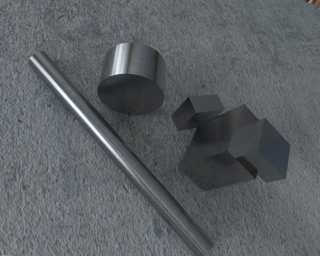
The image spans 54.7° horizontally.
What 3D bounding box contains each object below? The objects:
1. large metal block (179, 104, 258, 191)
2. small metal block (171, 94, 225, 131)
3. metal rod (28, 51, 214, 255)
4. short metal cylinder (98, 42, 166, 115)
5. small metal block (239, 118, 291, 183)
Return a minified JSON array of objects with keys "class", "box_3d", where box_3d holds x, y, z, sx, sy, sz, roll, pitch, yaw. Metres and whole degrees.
[{"class":"large metal block","box_3d":[0.081,0.026,0.392,0.050,0.080,0.080,44,49,-17]},{"class":"small metal block","box_3d":[0.052,-0.021,0.431,0.050,0.050,0.025,-8,66,-32]},{"class":"metal rod","box_3d":[-0.049,0.027,0.362,0.300,0.025,0.025,48,51,5]},{"class":"short metal cylinder","box_3d":[-0.034,-0.059,0.388,0.081,0.080,0.050,16,55,-19]},{"class":"small metal block","box_3d":[0.121,0.026,0.353,0.050,0.025,0.050,42,50,-18]}]
